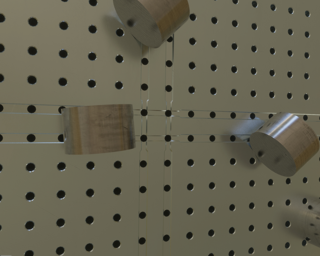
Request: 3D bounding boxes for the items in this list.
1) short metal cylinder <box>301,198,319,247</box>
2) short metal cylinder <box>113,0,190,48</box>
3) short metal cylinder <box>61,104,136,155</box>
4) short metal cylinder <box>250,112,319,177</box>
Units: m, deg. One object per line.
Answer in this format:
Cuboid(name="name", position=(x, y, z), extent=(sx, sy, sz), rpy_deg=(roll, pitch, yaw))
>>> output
Cuboid(name="short metal cylinder", position=(0.280, 0.159, 0.503), extent=(0.081, 0.050, 0.079), rpy_deg=(0, 90, -20))
Cuboid(name="short metal cylinder", position=(-0.011, -0.146, 0.379), extent=(0.050, 0.080, 0.080), rpy_deg=(-46, 105, -14))
Cuboid(name="short metal cylinder", position=(-0.070, 0.001, 0.357), extent=(0.081, 0.080, 0.050), rpy_deg=(-5, 92, -20))
Cuboid(name="short metal cylinder", position=(0.179, 0.024, 0.449), extent=(0.050, 0.080, 0.080), rpy_deg=(-37, 102, -16))
